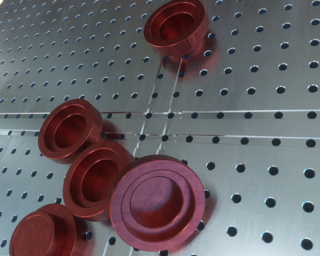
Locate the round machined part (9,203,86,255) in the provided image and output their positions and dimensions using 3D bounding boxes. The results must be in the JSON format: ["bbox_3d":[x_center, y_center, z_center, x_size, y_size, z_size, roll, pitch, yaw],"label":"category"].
[{"bbox_3d":[-0.145,0.141,0.385,0.098,0.042,0.098,-13,56,20],"label":"round machined part"}]

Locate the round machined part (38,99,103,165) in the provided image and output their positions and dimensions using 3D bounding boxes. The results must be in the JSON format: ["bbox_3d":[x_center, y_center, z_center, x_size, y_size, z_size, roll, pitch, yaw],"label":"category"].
[{"bbox_3d":[-0.126,0.009,0.456,0.098,0.042,0.098,-13,56,20],"label":"round machined part"}]

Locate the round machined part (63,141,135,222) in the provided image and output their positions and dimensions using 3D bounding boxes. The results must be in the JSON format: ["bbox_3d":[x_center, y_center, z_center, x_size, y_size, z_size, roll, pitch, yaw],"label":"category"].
[{"bbox_3d":[-0.069,0.069,0.387,0.098,0.042,0.098,-16,53,22],"label":"round machined part"}]

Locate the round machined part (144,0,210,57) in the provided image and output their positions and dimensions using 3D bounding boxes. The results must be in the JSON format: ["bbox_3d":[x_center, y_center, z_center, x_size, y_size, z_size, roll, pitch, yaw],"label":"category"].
[{"bbox_3d":[0.028,-0.147,0.472,0.098,0.042,0.098,-13,56,20],"label":"round machined part"}]

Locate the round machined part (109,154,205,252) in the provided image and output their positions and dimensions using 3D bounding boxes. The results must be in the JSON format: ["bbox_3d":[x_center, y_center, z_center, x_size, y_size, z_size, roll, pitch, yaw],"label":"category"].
[{"bbox_3d":[-0.006,0.075,0.329,0.098,0.098,0.042,-46,16,-4],"label":"round machined part"}]
